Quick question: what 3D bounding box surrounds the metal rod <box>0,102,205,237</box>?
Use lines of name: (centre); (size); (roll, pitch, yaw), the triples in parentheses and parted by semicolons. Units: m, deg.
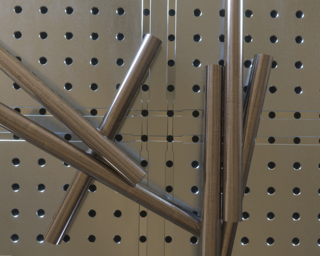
metal rod: (-0.071, 0.056, 0.390); (0.301, 0.025, 0.025); (32, 90, -9)

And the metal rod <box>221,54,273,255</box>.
metal rod: (0.107, 0.051, 0.414); (0.025, 0.025, 0.299); (12, 90, 0)

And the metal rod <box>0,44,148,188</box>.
metal rod: (-0.137, -0.033, 0.395); (0.300, 0.025, 0.025); (40, 90, 6)

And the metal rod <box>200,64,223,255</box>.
metal rod: (0.066, 0.067, 0.398); (0.025, 0.025, 0.299); (2, 84, 0)

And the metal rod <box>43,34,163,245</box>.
metal rod: (-0.075, 0.014, 0.412); (0.025, 0.025, 0.299); (27, 90, 0)

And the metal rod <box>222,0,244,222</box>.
metal rod: (0.095, -0.034, 0.400); (0.025, 0.025, 0.299); (2, 85, 0)
